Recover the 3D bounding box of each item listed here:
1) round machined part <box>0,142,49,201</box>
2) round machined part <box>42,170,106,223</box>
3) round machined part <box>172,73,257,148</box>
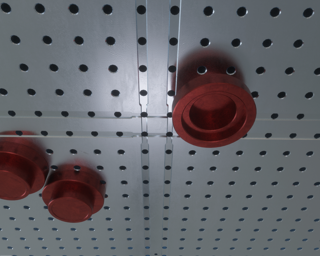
[{"bbox_3d":[-0.220,0.070,0.458,0.099,0.042,0.097,0,130,0],"label":"round machined part"},{"bbox_3d":[-0.140,0.116,0.498,0.099,0.042,0.097,0,130,0],"label":"round machined part"},{"bbox_3d":[0.064,-0.025,0.380,0.099,0.042,0.097,0,130,0],"label":"round machined part"}]
